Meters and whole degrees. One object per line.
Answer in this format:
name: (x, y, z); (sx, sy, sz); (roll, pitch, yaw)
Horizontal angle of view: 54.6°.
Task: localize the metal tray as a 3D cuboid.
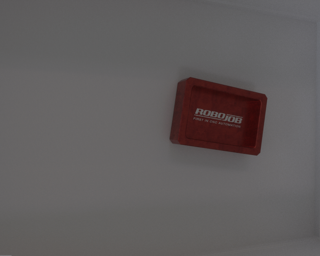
metal tray: (0.085, -0.014, 0.438); (0.131, 0.030, 0.090); (9, 87, -20)
